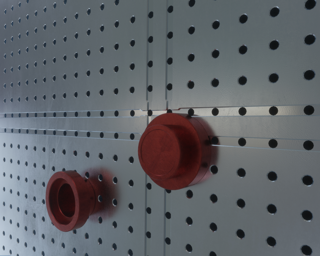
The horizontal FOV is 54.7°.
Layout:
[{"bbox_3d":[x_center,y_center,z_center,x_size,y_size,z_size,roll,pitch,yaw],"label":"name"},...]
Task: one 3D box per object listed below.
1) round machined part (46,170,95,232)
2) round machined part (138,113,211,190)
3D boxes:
[{"bbox_3d":[-0.147,0.119,0.520,0.098,0.042,0.097,0,90,40],"label":"round machined part"},{"bbox_3d":[0.011,0.030,0.390,0.098,0.042,0.097,0,90,40],"label":"round machined part"}]
